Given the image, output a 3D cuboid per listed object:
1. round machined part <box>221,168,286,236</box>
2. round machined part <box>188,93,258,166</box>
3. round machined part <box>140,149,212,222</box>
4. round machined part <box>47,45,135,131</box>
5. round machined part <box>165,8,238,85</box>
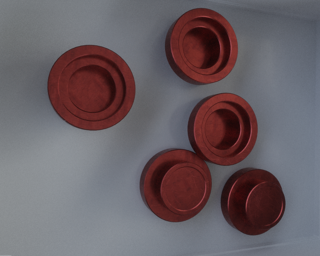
[{"bbox_3d":[0.143,0.109,0.454,0.099,0.042,0.097,0,90,-20],"label":"round machined part"},{"bbox_3d":[0.083,0.002,0.432,0.099,0.042,0.097,0,90,-20],"label":"round machined part"},{"bbox_3d":[0.026,0.077,0.411,0.099,0.042,0.097,0,90,-20],"label":"round machined part"},{"bbox_3d":[-0.082,-0.046,0.371,0.099,0.042,0.097,0,90,-20],"label":"round machined part"},{"bbox_3d":[0.052,-0.107,0.420,0.099,0.042,0.097,0,90,-20],"label":"round machined part"}]
